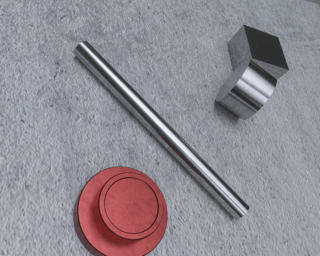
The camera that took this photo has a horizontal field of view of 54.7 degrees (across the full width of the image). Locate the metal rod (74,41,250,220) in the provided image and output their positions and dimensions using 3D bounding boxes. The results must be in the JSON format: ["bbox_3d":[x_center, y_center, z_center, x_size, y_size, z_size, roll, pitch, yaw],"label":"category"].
[{"bbox_3d":[0.000,0.001,0.403,0.300,0.025,0.025,46,51,3],"label":"metal rod"}]

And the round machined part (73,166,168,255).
[{"bbox_3d":[-0.036,0.085,0.322,0.099,0.042,0.098,14,56,-21],"label":"round machined part"}]

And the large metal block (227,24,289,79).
[{"bbox_3d":[0.176,-0.130,0.562,0.081,0.050,0.080,11,57,-23],"label":"large metal block"}]

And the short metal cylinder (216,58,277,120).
[{"bbox_3d":[0.131,-0.059,0.475,0.050,0.080,0.080,35,51,-6],"label":"short metal cylinder"}]
